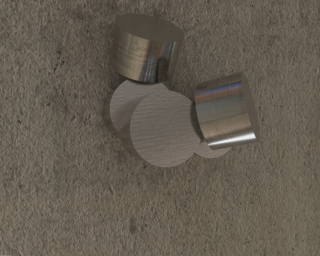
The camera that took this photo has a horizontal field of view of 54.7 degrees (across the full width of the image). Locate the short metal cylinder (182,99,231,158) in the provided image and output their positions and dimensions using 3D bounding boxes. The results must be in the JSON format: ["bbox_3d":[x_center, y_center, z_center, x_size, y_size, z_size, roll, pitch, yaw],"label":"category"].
[{"bbox_3d":[0.057,-0.001,0.419,0.081,0.050,0.079,0,90,-21],"label":"short metal cylinder"}]

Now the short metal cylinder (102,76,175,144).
[{"bbox_3d":[-0.028,-0.021,0.387,0.081,0.050,0.079,0,90,-21],"label":"short metal cylinder"}]

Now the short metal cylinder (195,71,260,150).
[{"bbox_3d":[0.078,-0.019,0.350,0.050,0.080,0.080,-13,97,23],"label":"short metal cylinder"}]

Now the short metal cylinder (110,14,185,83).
[{"bbox_3d":[-0.016,-0.096,0.369,0.081,0.080,0.050,0,129,-20],"label":"short metal cylinder"}]

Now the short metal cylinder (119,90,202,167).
[{"bbox_3d":[-0.001,0.001,0.344,0.081,0.050,0.079,0,90,-21],"label":"short metal cylinder"}]
